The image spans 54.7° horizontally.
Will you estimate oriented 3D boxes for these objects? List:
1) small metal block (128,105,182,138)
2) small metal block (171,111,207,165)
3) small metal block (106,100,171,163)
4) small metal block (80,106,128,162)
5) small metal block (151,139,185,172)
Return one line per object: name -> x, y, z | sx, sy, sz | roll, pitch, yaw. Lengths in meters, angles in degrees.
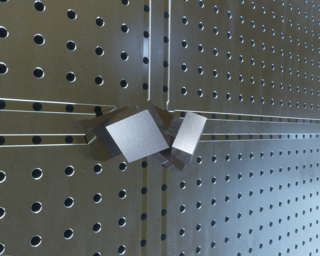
small metal block -> -0.010, -0.008, 0.386 | 0.050, 0.050, 0.025 | 24, 75, -38
small metal block -> 0.036, 0.014, 0.390 | 0.050, 0.025, 0.050 | 88, 25, -68
small metal block -> -0.023, 0.004, 0.339 | 0.050, 0.050, 0.025 | 61, 17, -23
small metal block -> -0.058, 0.006, 0.362 | 0.050, 0.025, 0.050 | -25, 106, -37
small metal block -> 0.017, 0.025, 0.426 | 0.050, 0.025, 0.050 | 43, 64, -32
